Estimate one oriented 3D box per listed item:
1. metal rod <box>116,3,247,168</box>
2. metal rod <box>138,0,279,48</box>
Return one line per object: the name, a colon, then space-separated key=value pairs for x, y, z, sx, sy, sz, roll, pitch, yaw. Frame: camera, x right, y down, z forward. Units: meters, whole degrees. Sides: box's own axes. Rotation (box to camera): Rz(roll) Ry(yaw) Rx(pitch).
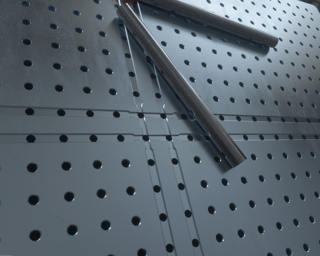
metal rod: x=0.027 y=-0.069 z=0.466 sx=0.025 sy=0.025 sz=0.299 roll=-28 pitch=77 yaw=-38
metal rod: x=0.103 y=-0.206 z=0.591 sx=0.302 sy=0.025 sz=0.025 roll=11 pitch=57 yaw=-23
